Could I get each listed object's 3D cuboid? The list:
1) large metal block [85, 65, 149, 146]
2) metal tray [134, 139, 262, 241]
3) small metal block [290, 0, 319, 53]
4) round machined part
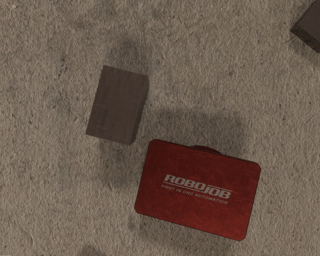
[{"bbox_3d":[-0.048,-0.026,0.382,0.050,0.080,0.080,15,90,0],"label":"large metal block"},{"bbox_3d":[0.044,0.070,0.369,0.131,0.030,0.089,13,89,8],"label":"metal tray"},{"bbox_3d":[0.214,-0.137,0.413,0.050,0.025,0.050,39,90,-1],"label":"small metal block"},{"bbox_3d":[0.051,0.072,0.402,0.099,0.042,0.097,0,90,-1],"label":"round machined part"}]
